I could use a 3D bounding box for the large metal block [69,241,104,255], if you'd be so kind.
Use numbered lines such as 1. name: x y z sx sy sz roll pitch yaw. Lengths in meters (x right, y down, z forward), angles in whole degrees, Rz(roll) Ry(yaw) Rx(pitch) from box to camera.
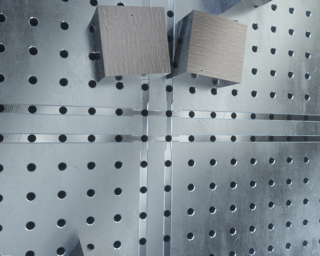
1. large metal block: -0.072 0.186 0.357 0.080 0.080 0.050 40 78 -16

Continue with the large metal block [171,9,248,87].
1. large metal block: 0.067 -0.104 0.423 0.081 0.050 0.080 8 88 -20

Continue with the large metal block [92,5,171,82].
1. large metal block: -0.037 -0.102 0.385 0.081 0.050 0.080 -7 93 -20

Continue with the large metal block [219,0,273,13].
1. large metal block: 0.126 -0.220 0.445 0.081 0.050 0.080 -18 96 -19
